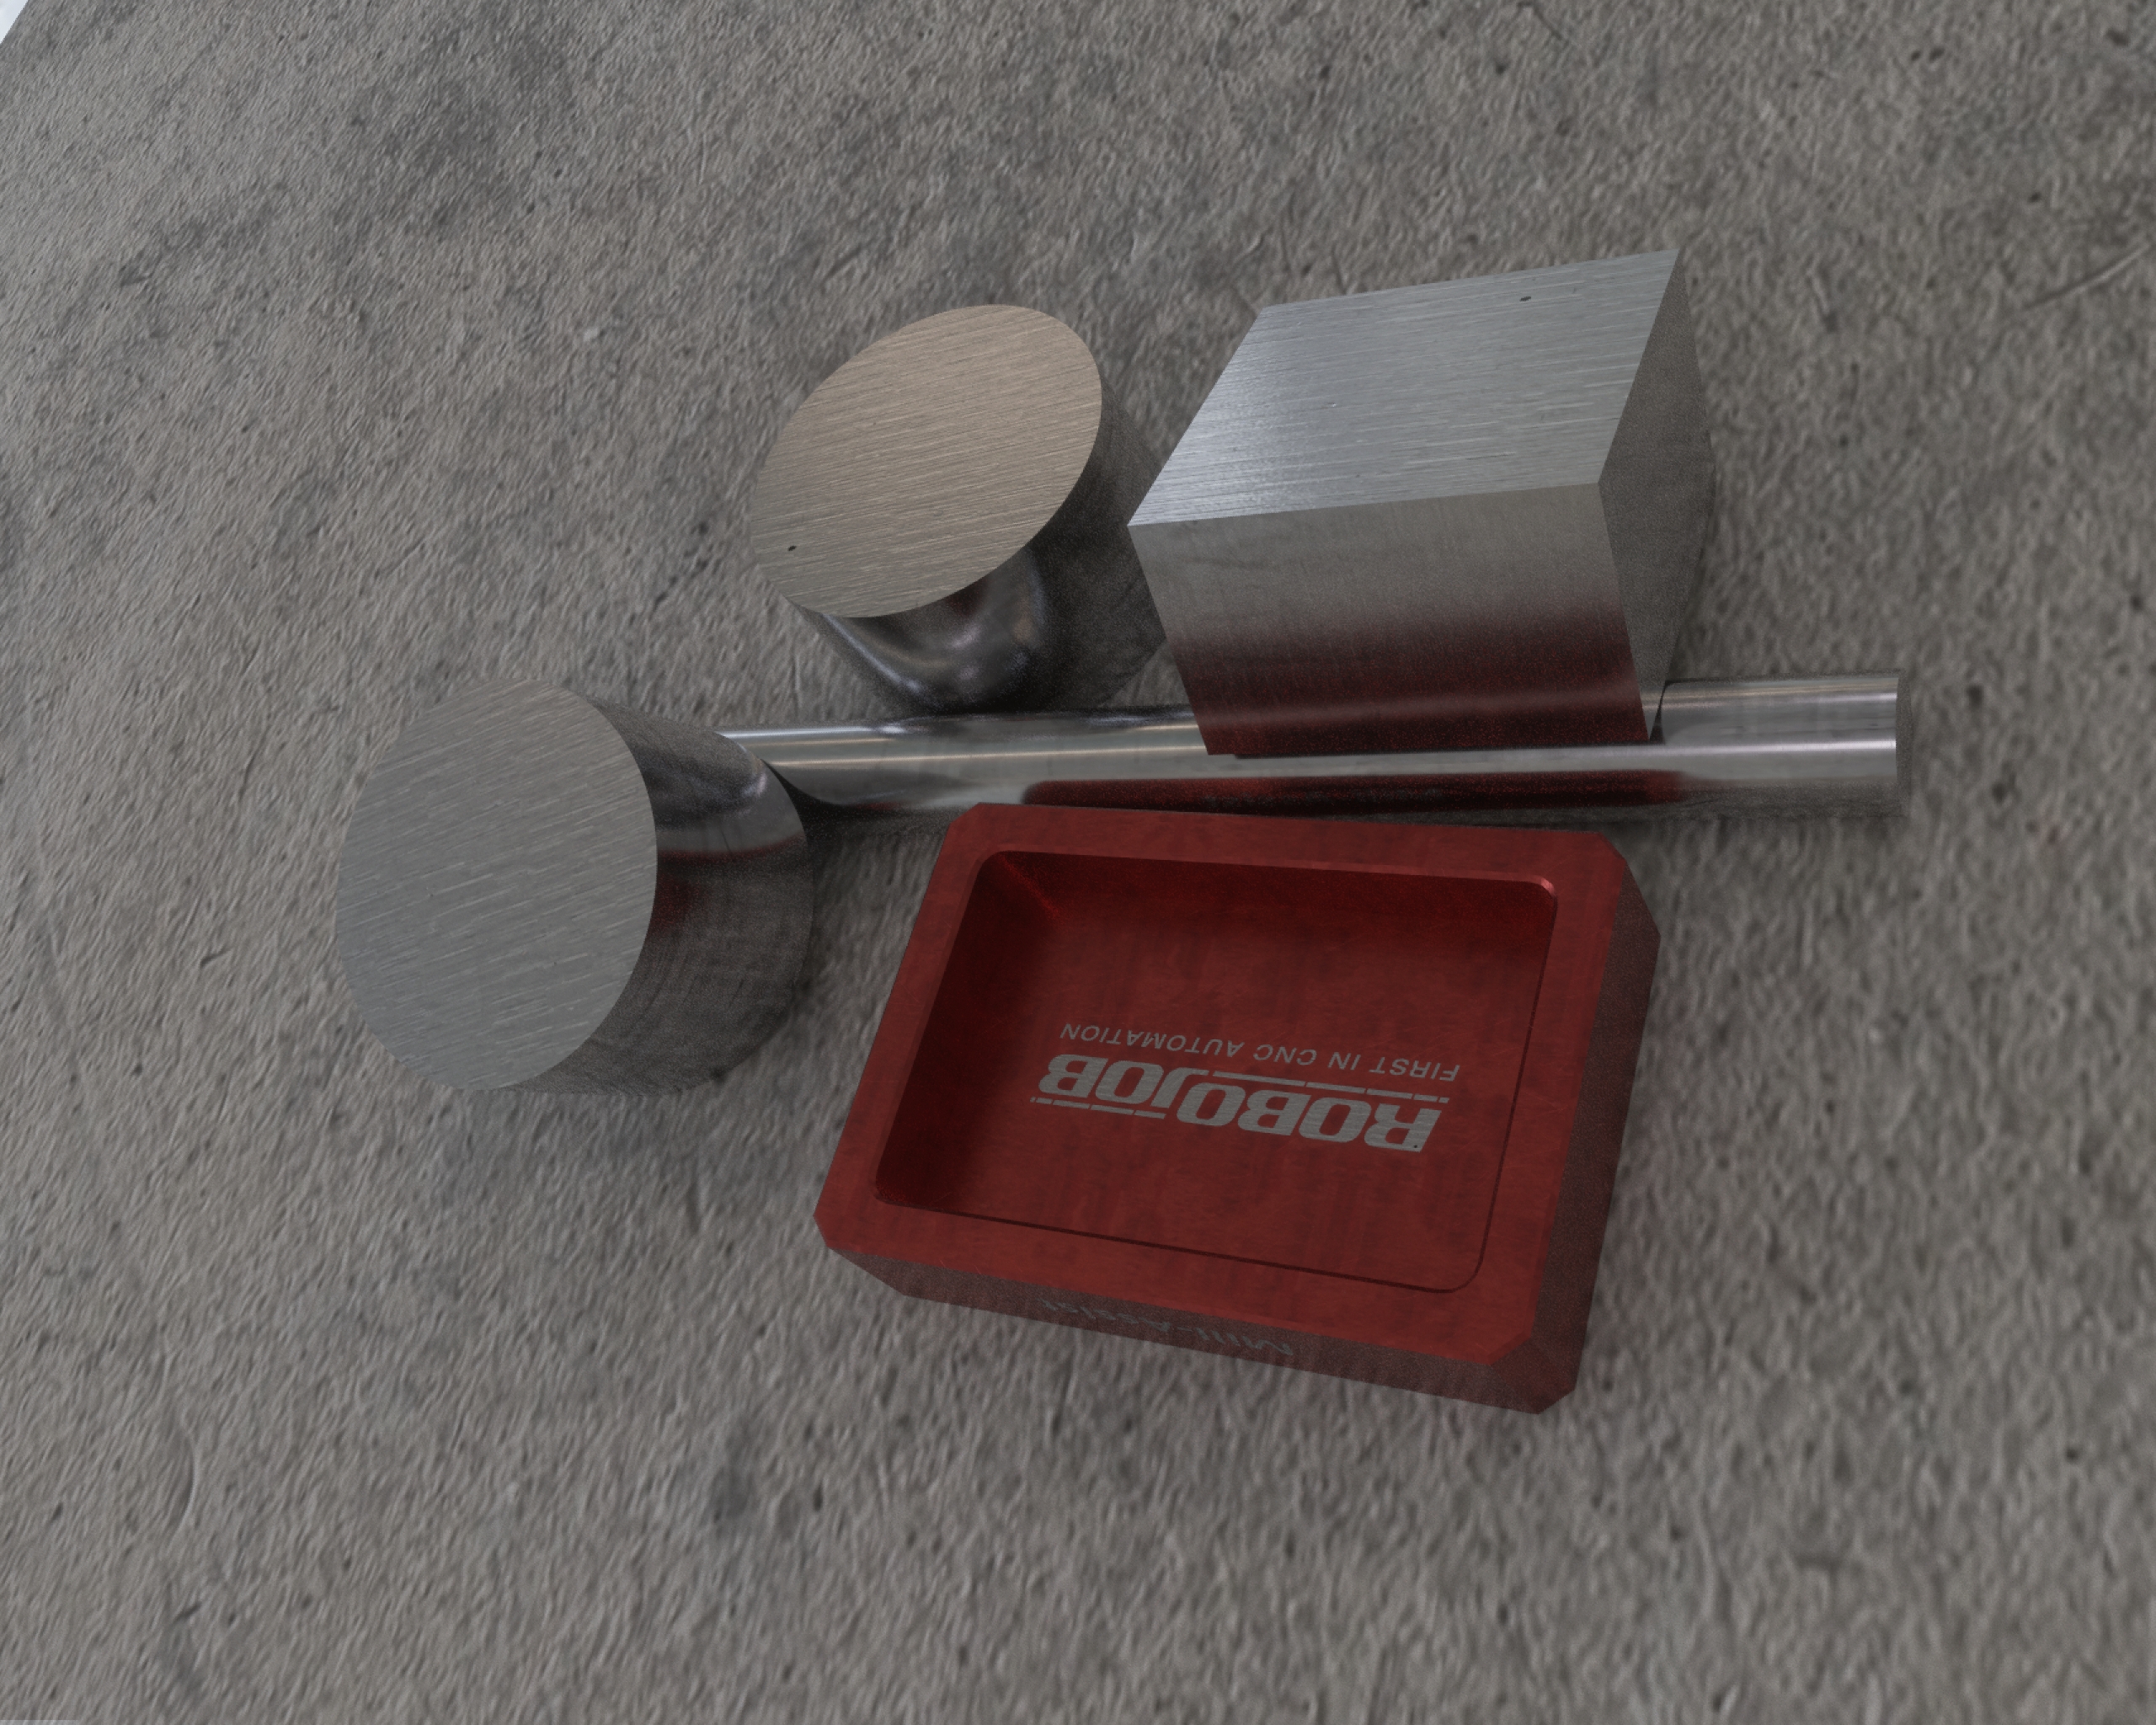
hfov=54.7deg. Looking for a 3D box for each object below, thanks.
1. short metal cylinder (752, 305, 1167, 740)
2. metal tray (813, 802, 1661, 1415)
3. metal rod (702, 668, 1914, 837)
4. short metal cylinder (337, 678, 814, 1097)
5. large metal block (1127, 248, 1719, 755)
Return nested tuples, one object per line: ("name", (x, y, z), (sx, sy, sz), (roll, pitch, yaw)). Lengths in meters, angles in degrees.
("short metal cylinder", (-0.021, -0.071, 0.444), (0.080, 0.050, 0.080), (-13, 56, 20))
("metal tray", (0.027, 0.038, 0.364), (0.130, 0.030, 0.090), (4, 63, 29))
("metal rod", (0.004, -0.019, 0.416), (0.300, 0.025, 0.025), (-1, 62, 27))
("short metal cylinder", (-0.101, 0.007, 0.423), (0.080, 0.050, 0.080), (-4, 80, 27))
("large metal block", (0.066, -0.065, 0.379), (0.080, 0.050, 0.080), (-1, 40, 28))
